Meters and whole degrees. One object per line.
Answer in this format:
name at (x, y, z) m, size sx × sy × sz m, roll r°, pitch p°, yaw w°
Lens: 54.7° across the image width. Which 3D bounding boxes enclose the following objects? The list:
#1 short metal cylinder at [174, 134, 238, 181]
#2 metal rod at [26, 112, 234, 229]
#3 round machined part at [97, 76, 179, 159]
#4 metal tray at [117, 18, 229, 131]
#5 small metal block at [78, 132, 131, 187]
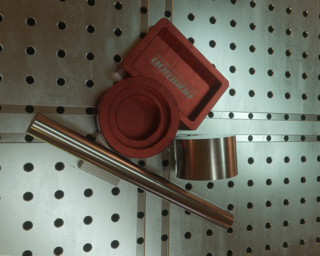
short metal cylinder at (0.059, 0.036, 0.405) m, size 0.081 × 0.080 × 0.050 m, roll -4°, pitch 92°, yaw -20°
metal rod at (-0.017, 0.065, 0.386) m, size 0.301 × 0.025 × 0.025 m, roll 32°, pitch 80°, yaw -26°
round machined part at (-0.029, -0.013, 0.385) m, size 0.099 × 0.042 × 0.097 m, roll 0°, pitch 90°, yaw -18°
metal tray at (0.020, -0.069, 0.418) m, size 0.130 × 0.030 × 0.090 m, roll 42°, pitch 76°, yaw -15°
small metal block at (-0.067, 0.038, 0.389) m, size 0.050 × 0.025 × 0.050 m, roll 30°, pitch 80°, yaw -18°
